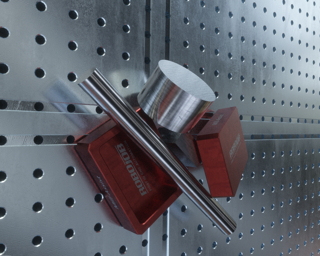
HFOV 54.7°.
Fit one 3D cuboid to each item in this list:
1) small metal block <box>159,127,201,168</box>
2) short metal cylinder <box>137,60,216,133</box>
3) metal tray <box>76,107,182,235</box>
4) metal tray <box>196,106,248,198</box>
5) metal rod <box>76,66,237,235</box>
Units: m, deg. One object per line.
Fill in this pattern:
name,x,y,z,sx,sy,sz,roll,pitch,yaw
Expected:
small metal block,0.023,0.025,0.407,0.050,0.050,0.025,48,61,-30
short metal cylinder,0.020,-0.039,0.378,0.081,0.080,0.050,10,125,-40
metal tray,-0.030,0.050,0.376,0.091,0.030,0.129,-39,114,-33
metal tray,0.095,0.030,0.448,0.131,0.030,0.089,-40,117,-59
metal rod,0.014,0.046,0.377,0.300,0.025,0.025,49,61,-29
